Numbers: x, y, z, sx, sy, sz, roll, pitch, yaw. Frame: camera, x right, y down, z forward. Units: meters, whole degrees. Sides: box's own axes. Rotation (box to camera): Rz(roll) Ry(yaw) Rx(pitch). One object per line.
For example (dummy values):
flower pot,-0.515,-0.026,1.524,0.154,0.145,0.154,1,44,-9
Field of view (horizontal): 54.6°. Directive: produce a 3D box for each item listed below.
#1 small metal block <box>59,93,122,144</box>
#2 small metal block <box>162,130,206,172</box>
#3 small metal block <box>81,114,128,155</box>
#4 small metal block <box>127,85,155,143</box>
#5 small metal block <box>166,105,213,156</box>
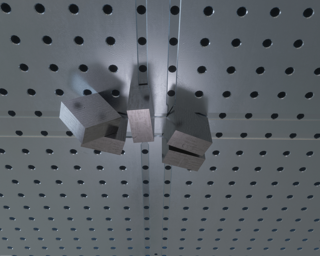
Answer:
small metal block,-0.083,-0.013,0.370,0.050,0.050,0.025,-22,145,-41
small metal block,0.030,0.026,0.418,0.050,0.050,0.025,15,128,-13
small metal block,-0.070,0.003,0.397,0.050,0.050,0.025,14,129,-12
small metal block,-0.022,-0.018,0.380,0.025,0.050,0.050,-4,130,4
small metal block,0.036,0.003,0.398,0.050,0.050,0.025,19,128,-16
